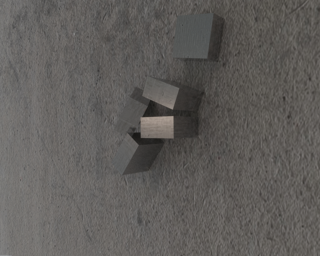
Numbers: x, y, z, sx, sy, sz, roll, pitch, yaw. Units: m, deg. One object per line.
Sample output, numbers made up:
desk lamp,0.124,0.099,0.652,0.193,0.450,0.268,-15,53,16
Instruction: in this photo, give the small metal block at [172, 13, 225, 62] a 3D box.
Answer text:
small metal block,0.045,-0.106,0.368,0.050,0.025,0.050,12,98,39

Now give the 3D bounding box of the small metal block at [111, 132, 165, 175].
small metal block,-0.029,0.033,0.413,0.025,0.050,0.050,44,117,31

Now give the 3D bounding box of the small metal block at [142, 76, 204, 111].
small metal block,0.016,-0.041,0.375,0.050,0.050,0.025,27,107,37

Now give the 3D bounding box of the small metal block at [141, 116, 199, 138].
small metal block,0.012,-0.001,0.379,0.050,0.050,0.025,-1,90,40

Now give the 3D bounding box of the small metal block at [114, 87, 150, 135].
small metal block,-0.035,-0.022,0.415,0.025,0.050,0.050,27,112,-6
